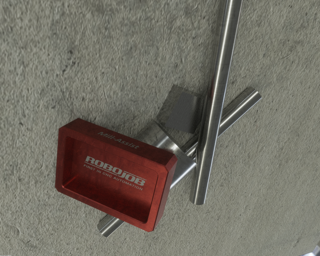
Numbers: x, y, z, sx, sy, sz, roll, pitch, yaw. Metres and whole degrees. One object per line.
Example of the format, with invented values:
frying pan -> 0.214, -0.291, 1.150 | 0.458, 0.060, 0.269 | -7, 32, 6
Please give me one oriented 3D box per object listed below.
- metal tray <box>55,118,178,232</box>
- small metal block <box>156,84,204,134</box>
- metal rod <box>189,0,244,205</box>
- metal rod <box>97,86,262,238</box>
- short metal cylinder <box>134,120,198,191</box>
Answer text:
metal tray -> -0.054, 0.052, 0.351 | 0.030, 0.130, 0.089 | -44, 151, -60
small metal block -> 0.031, -0.024, 0.409 | 0.050, 0.025, 0.050 | 15, 110, -35
metal rod -> 0.068, -0.022, 0.397 | 0.025, 0.025, 0.298 | -9, 122, -24
metal rod -> 0.028, 0.050, 0.452 | 0.300, 0.025, 0.025 | -42, 130, 1
short metal cylinder -> 0.002, 0.035, 0.394 | 0.050, 0.080, 0.080 | -45, 129, 3
